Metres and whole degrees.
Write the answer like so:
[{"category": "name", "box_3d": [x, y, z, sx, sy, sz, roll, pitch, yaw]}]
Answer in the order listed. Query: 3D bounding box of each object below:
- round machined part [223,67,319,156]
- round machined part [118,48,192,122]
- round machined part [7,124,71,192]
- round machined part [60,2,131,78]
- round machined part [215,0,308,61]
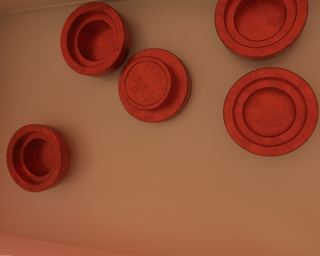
[{"category": "round machined part", "box_3d": [0.125, -0.018, 0.357, 0.098, 0.042, 0.097, 0, 90, 19]}, {"category": "round machined part", "box_3d": [-0.011, -0.056, 0.405, 0.098, 0.042, 0.097, 0, 90, 19]}, {"category": "round machined part", "box_3d": [-0.174, 0.043, 0.461, 0.098, 0.042, 0.097, 0, 90, 19]}, {"category": "round machined part", "box_3d": [-0.084, -0.119, 0.430, 0.098, 0.042, 0.097, 0, 90, 19]}, {"category": "round machined part", "box_3d": [0.116, -0.126, 0.360, 0.098, 0.042, 0.097, 0, 90, 19]}]
